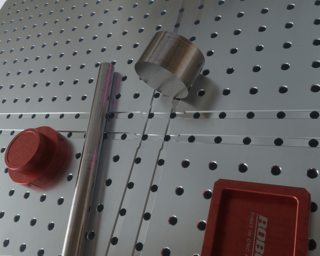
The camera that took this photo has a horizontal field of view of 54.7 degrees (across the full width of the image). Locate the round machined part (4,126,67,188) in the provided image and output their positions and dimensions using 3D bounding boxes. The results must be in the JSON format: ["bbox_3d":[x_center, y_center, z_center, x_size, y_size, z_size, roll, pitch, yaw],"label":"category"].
[{"bbox_3d":[-0.197,0.039,0.477,0.098,0.042,0.098,-13,56,21],"label":"round machined part"}]

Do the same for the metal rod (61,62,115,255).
[{"bbox_3d":[-0.096,0.028,0.441,0.025,0.025,0.299,-10,57,23],"label":"metal rod"}]

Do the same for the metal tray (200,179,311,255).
[{"bbox_3d":[0.087,0.117,0.287,0.090,0.030,0.130,2,62,29],"label":"metal tray"}]

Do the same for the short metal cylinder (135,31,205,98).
[{"bbox_3d":[0.013,-0.083,0.417,0.080,0.080,0.050,18,72,35],"label":"short metal cylinder"}]
